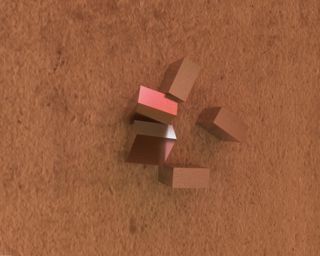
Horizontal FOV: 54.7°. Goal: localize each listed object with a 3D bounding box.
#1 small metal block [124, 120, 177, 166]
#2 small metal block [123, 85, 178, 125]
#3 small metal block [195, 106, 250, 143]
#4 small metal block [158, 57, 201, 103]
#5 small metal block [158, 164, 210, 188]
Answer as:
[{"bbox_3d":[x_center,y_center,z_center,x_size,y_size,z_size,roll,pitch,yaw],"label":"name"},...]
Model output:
[{"bbox_3d":[-0.014,0.020,0.391,0.050,0.025,0.050,8,130,-20],"label":"small metal block"},{"bbox_3d":[-0.012,-0.022,0.389,0.050,0.050,0.025,18,57,-20],"label":"small metal block"},{"bbox_3d":[0.085,-0.004,0.429,0.050,0.050,0.025,34,79,-17],"label":"small metal block"},{"bbox_3d":[0.022,-0.060,0.405,0.025,0.050,0.050,28,81,-18],"label":"small metal block"},{"bbox_3d":[0.031,0.062,0.408,0.050,0.050,0.025,4,89,-20],"label":"small metal block"}]
